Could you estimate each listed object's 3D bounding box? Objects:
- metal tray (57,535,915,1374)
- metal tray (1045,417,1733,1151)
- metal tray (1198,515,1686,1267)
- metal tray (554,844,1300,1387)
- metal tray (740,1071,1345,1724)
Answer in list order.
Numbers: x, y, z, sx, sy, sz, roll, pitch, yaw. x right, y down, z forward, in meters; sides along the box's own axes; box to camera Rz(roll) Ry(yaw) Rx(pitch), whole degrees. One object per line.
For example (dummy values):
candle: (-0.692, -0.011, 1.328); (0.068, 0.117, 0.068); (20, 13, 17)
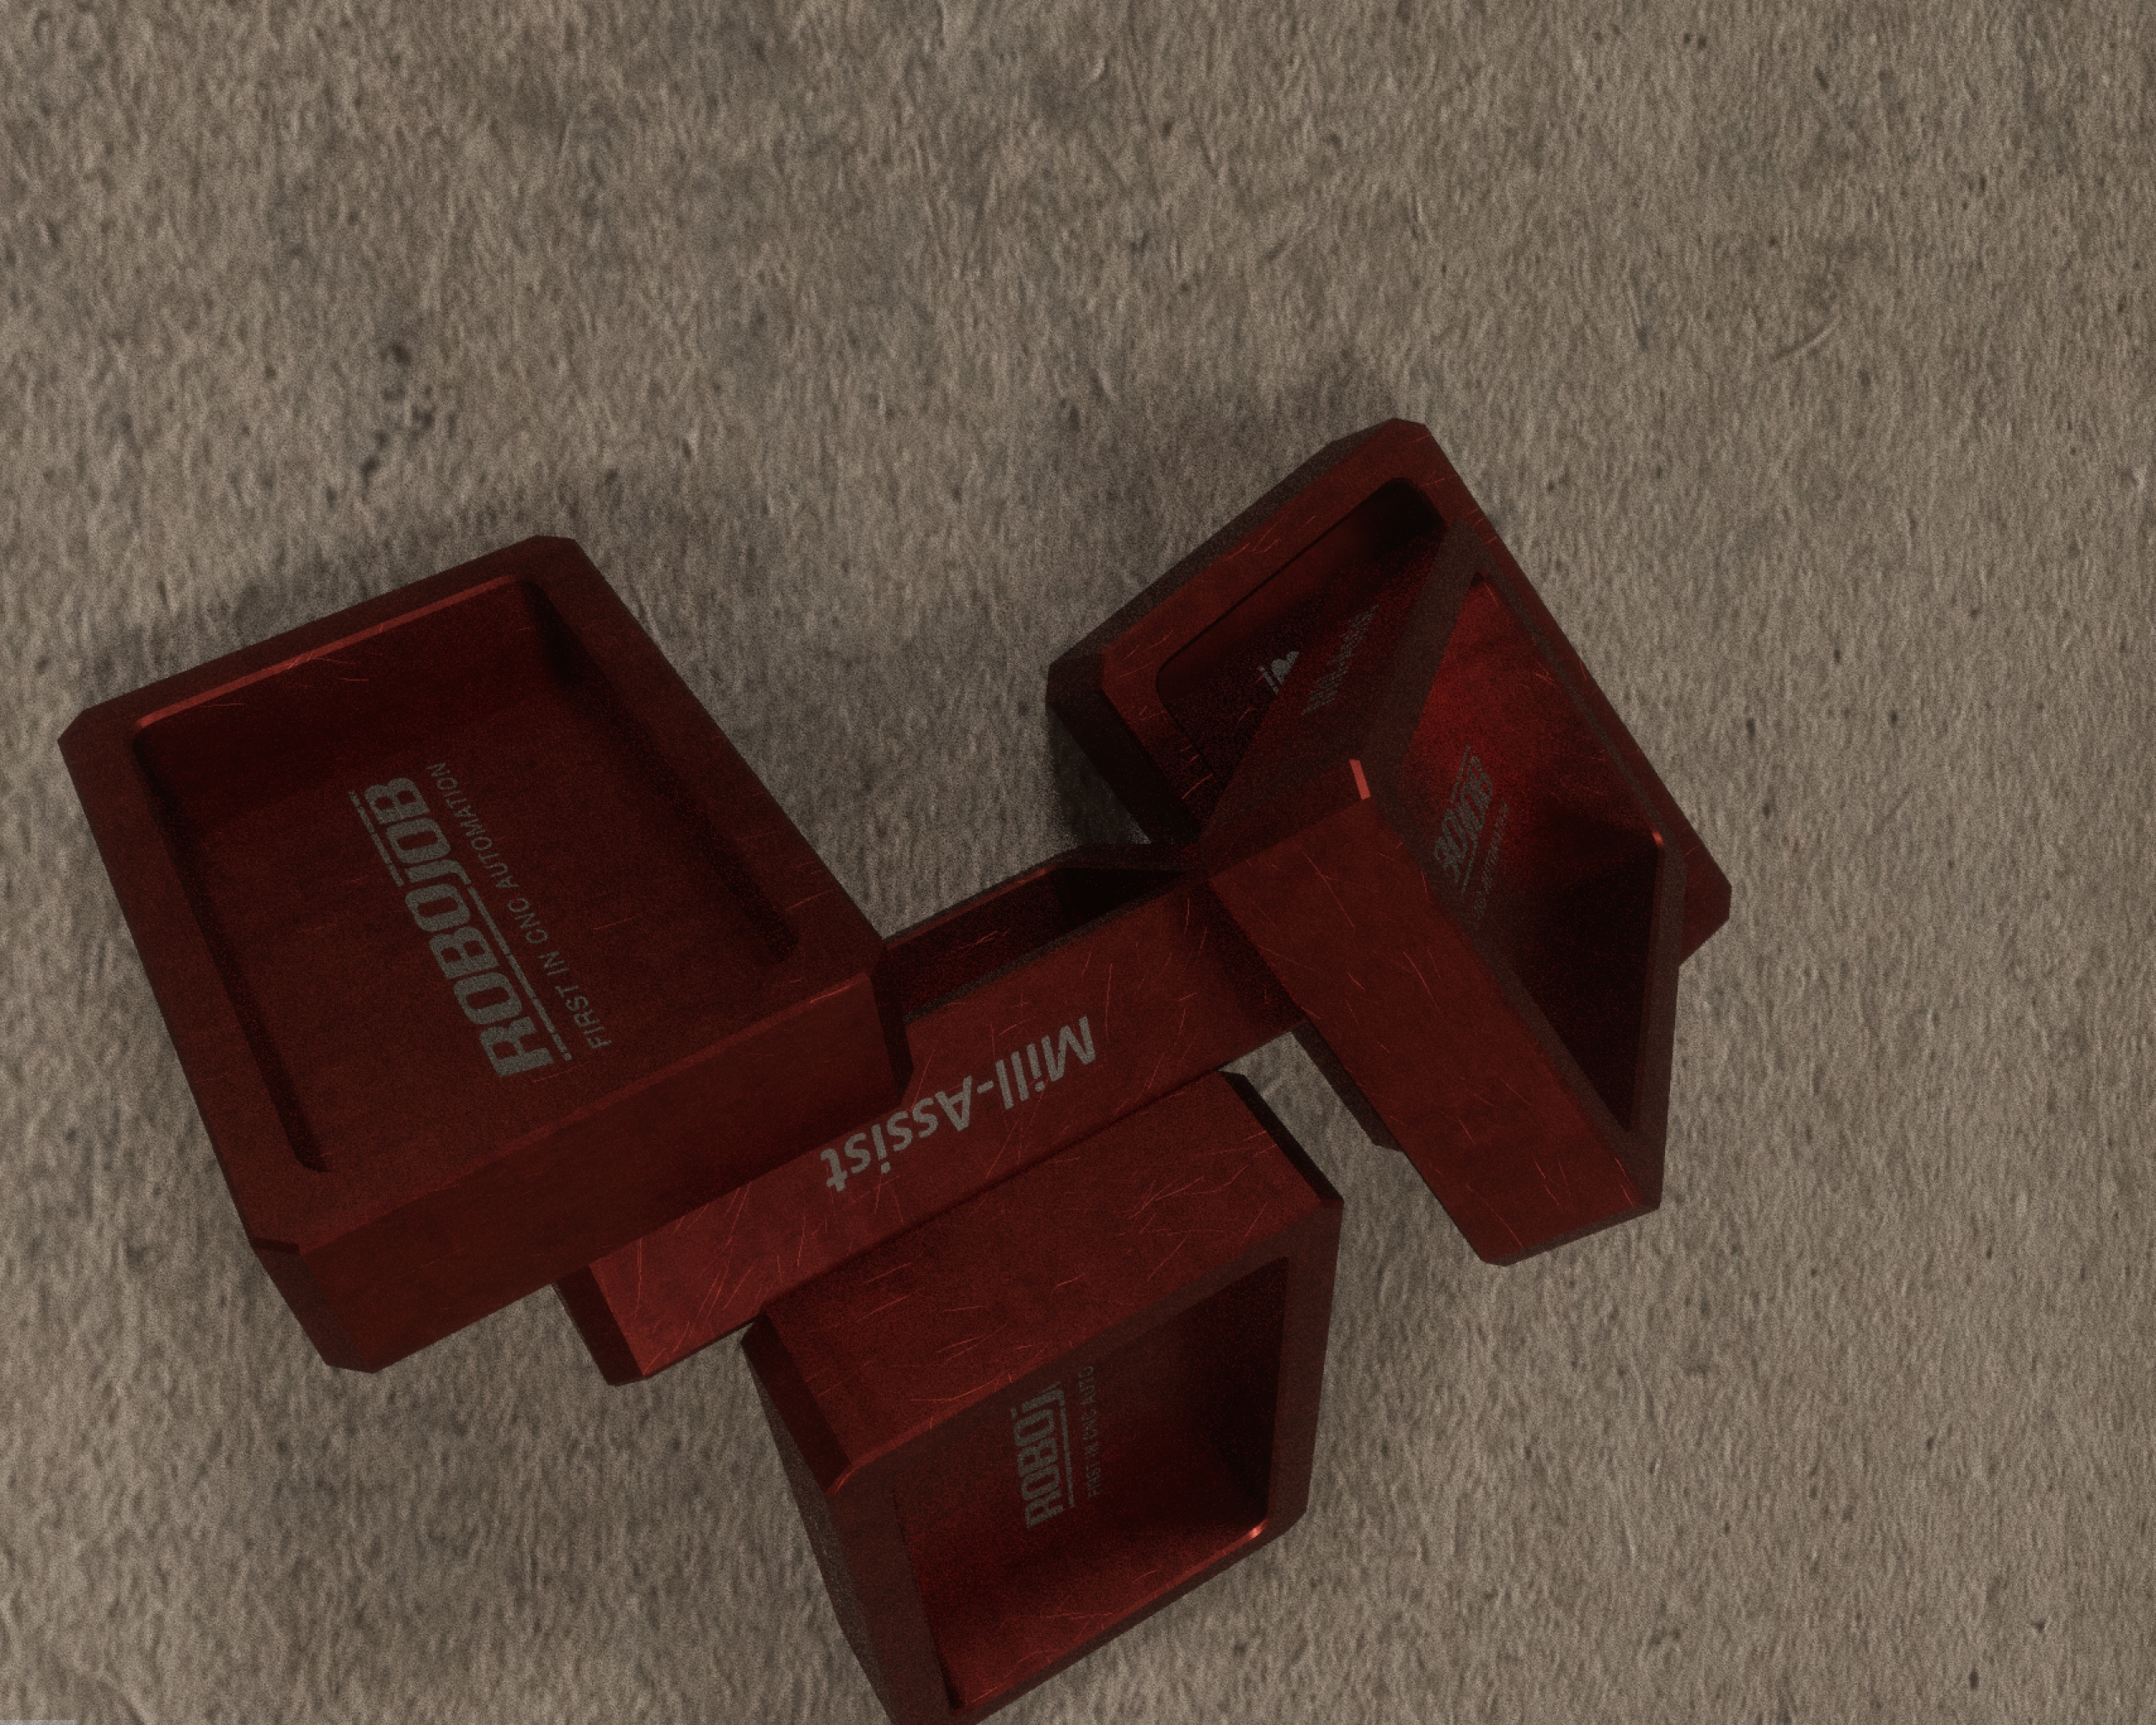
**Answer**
metal tray: (-0.095, 0.005, 0.325); (0.091, 0.130, 0.030); (-26, 138, -19)
metal tray: (0.067, -0.014, 0.433); (0.090, 0.030, 0.130); (-40, 103, -16)
metal tray: (0.073, -0.001, 0.379); (0.090, 0.030, 0.130); (54, 29, -13)
metal tray: (-0.033, 0.037, 0.364); (0.131, 0.090, 0.030); (-26, 99, -18)
metal tray: (-0.002, 0.100, 0.364); (0.091, 0.030, 0.129); (-26, 144, -18)
